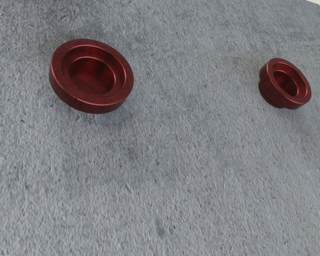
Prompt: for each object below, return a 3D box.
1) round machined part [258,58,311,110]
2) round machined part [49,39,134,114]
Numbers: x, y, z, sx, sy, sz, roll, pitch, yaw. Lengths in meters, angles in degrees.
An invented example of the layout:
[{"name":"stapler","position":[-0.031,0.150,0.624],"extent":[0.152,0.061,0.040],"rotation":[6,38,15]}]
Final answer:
[{"name":"round machined part","position":[0.217,-0.074,0.555],"extent":[0.099,0.042,0.098],"rotation":[14,56,-21]},{"name":"round machined part","position":[-0.086,-0.059,0.382],"extent":[0.099,0.042,0.098],"rotation":[14,56,-21]}]
